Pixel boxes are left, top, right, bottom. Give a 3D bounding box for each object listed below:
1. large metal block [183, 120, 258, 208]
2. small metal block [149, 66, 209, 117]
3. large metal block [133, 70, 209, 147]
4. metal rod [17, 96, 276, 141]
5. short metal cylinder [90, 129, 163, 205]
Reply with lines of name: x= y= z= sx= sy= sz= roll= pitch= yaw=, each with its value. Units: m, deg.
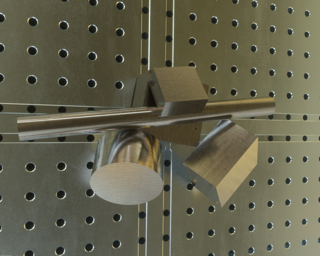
large metal block: x=0.082 y=0.046 z=0.403 sx=0.080 sy=0.050 sz=0.080 roll=-47 pitch=148 yaw=-14
small metal block: x=0.020 y=-0.042 z=0.350 sx=0.050 sy=0.025 sz=0.050 roll=-6 pitch=57 yaw=-20
large metal block: x=0.009 y=-0.023 z=0.399 sx=0.081 sy=0.050 sz=0.080 roll=11 pitch=86 yaw=-20
metal rod: x=0.002 y=-0.014 z=0.357 sx=0.303 sy=0.025 sz=0.025 roll=-6 pitch=92 yaw=-20
short metal cylinder: x=-0.037 y=0.046 z=0.360 sx=0.080 sy=0.080 sz=0.050 roll=21 pitch=41 yaw=-19
